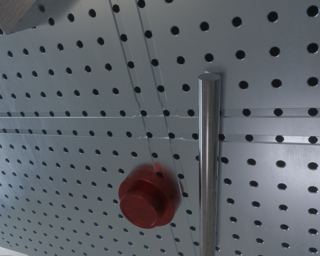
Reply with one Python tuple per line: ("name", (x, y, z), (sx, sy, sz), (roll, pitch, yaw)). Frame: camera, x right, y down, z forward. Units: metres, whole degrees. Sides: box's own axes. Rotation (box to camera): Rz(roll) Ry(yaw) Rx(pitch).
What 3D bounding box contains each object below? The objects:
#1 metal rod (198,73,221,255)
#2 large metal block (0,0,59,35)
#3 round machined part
("metal rod", (0.065, 0.072, 0.420), (0.025, 0.025, 0.298), (9, 123, 23))
("large metal block", (-0.177, -0.175, 0.380), (0.080, 0.050, 0.080), (-26, 105, 37))
("round machined part", (-0.024, 0.119, 0.486), (0.098, 0.042, 0.097), (13, 124, 21))
